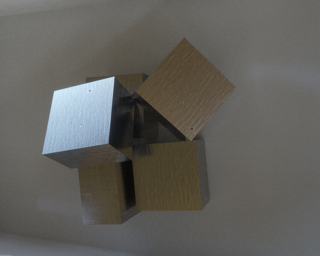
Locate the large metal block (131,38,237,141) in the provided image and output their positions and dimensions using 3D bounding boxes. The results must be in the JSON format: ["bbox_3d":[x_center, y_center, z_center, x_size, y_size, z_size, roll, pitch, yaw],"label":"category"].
[{"bbox_3d":[0.025,-0.042,0.359,0.080,0.050,0.080,42,82,-9],"label":"large metal block"}]

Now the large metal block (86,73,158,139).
[{"bbox_3d":[-0.050,-0.027,0.412,0.080,0.050,0.079,-1,90,19],"label":"large metal block"}]

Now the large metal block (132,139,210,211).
[{"bbox_3d":[0.014,0.057,0.388,0.080,0.050,0.080,-6,88,19],"label":"large metal block"}]

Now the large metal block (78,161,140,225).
[{"bbox_3d":[-0.058,0.073,0.399,0.050,0.080,0.080,-7,88,19],"label":"large metal block"}]

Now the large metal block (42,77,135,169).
[{"bbox_3d":[-0.078,-0.004,0.353,0.080,0.050,0.080,-10,61,19],"label":"large metal block"}]
